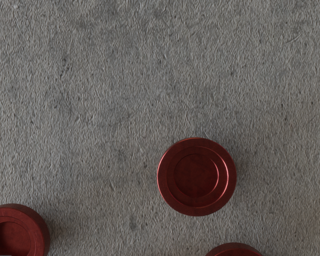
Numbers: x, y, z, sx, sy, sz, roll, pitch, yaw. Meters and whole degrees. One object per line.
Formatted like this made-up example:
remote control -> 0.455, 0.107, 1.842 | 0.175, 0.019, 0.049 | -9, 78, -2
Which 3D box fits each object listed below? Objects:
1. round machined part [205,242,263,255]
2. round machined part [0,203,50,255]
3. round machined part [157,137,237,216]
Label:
round machined part -> 0.096, 0.197, 0.402 | 0.099, 0.042, 0.097 | 0, 90, 0
round machined part -> -0.191, 0.146, 0.400 | 0.099, 0.042, 0.097 | 0, 90, 0
round machined part -> 0.046, 0.060, 0.402 | 0.099, 0.042, 0.097 | 0, 90, 0
